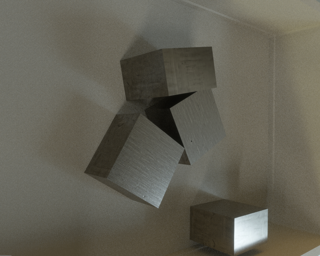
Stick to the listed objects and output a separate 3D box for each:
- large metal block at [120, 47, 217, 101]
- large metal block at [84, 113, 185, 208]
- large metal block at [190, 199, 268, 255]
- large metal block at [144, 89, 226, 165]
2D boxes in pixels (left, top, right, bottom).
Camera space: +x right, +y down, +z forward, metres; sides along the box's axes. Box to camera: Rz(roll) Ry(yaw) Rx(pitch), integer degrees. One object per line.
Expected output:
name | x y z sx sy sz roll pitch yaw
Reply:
large metal block | 0.010 -0.066 0.381 0.081 0.080 0.050 -15 100 -39
large metal block | -0.028 0.038 0.369 0.080 0.050 0.080 39 66 -33
large metal block | 0.102 0.143 0.459 0.081 0.080 0.050 1 90 -40
large metal block | 0.037 -0.006 0.423 0.081 0.050 0.080 -34 111 -35
